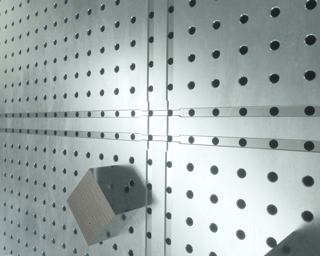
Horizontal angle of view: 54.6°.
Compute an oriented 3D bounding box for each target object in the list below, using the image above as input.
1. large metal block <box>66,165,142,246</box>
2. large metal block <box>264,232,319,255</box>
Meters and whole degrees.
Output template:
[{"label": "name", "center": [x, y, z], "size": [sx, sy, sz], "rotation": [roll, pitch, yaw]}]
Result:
[{"label": "large metal block", "center": [-0.086, 0.114, 0.466], "size": [0.080, 0.050, 0.080], "rotation": [-52, 60, 27]}, {"label": "large metal block", "center": [0.112, 0.152, 0.282], "size": [0.050, 0.081, 0.080], "rotation": [35, 112, 34]}]
